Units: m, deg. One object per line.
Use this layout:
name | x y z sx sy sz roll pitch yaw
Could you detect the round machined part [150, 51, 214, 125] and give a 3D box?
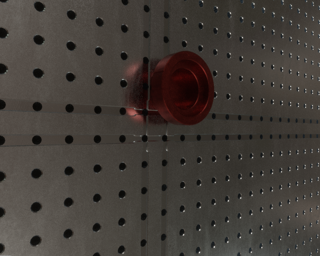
round machined part | 0.026 -0.052 0.422 0.099 0.042 0.097 0 90 -40
